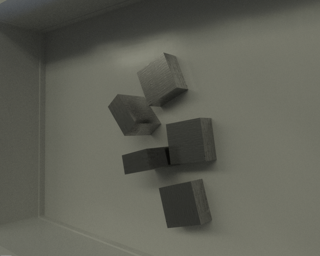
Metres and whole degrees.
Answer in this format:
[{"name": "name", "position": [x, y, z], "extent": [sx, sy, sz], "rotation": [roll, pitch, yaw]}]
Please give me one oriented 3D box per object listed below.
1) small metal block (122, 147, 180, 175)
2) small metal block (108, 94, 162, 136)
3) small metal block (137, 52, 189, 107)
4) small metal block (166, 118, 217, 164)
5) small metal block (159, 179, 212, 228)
[{"name": "small metal block", "position": [-0.012, 0.041, 0.394], "extent": [0.050, 0.050, 0.025], "rotation": [-19, 78, 46]}, {"name": "small metal block", "position": [-0.034, -0.017, 0.416], "extent": [0.025, 0.050, 0.050], "rotation": [-47, 62, 30]}, {"name": "small metal block", "position": [0.002, -0.061, 0.403], "extent": [0.050, 0.025, 0.050], "rotation": [-30, 71, 35]}, {"name": "small metal block", "position": [0.037, 0.016, 0.374], "extent": [0.050, 0.025, 0.050], "rotation": [-11, 83, 39]}, {"name": "small metal block", "position": [0.030, 0.093, 0.380], "extent": [0.050, 0.025, 0.050], "rotation": [-20, 77, 38]}]
